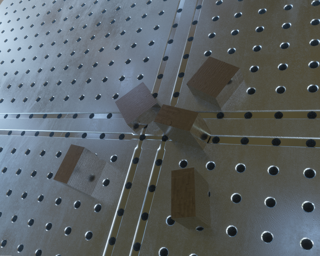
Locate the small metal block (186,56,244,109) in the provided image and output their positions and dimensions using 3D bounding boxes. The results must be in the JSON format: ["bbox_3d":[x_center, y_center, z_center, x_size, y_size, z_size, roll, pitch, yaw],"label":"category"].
[{"bbox_3d":[0.072,-0.061,0.407,0.050,0.025,0.050,33,80,38],"label":"small metal block"}]

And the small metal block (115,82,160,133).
[{"bbox_3d":[-0.029,-0.030,0.440,0.050,0.025,0.050,-36,51,4],"label":"small metal block"}]

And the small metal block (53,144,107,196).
[{"bbox_3d":[-0.104,0.056,0.411,0.025,0.050,0.050,9,66,32],"label":"small metal block"}]

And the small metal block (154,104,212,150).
[{"bbox_3d":[0.029,-0.001,0.377,0.050,0.050,0.025,16,70,34],"label":"small metal block"}]

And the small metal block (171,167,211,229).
[{"bbox_3d":[0.033,0.076,0.328,0.025,0.050,0.050,-12,57,22],"label":"small metal block"}]
